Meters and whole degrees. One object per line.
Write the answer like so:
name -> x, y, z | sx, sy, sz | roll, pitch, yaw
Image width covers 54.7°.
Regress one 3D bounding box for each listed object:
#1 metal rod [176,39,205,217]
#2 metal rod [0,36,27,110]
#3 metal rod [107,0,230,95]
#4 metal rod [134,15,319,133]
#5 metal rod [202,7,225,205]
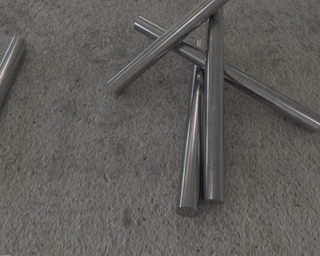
metal rod -> 0.050, -0.024, 0.423 | 0.025, 0.025, 0.300 | 6, 50, 5
metal rod -> -0.233, -0.029, 0.426 | 0.025, 0.025, 0.300 | -1, 50, -1
metal rod -> 0.046, -0.152, 0.437 | 0.300, 0.025, 0.025 | -39, 55, 7
metal rod -> 0.088, -0.084, 0.446 | 0.300, 0.025, 0.025 | 34, 57, 15
metal rod -> 0.070, -0.054, 0.402 | 0.025, 0.025, 0.299 | 4, 64, 3
